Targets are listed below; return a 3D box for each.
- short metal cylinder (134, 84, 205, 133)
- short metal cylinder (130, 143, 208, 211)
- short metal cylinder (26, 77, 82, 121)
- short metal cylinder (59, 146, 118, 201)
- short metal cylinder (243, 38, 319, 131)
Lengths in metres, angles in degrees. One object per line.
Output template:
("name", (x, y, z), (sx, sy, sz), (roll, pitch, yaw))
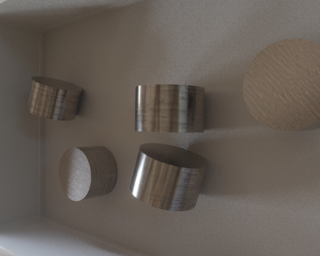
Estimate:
("short metal cylinder", (0.011, -0.021, 0.360), (0.080, 0.081, 0.050), (2, 91, 39))
("short metal cylinder", (0.010, 0.054, 0.361), (0.080, 0.081, 0.050), (23, 104, 37))
("short metal cylinder", (-0.175, -0.049, 0.512), (0.080, 0.081, 0.050), (27, 107, 36))
("short metal cylinder", (-0.112, 0.069, 0.480), (0.080, 0.050, 0.079), (0, 90, 39))
("short metal cylinder", (0.125, -0.037, 0.286), (0.080, 0.050, 0.079), (0, 90, 39))
